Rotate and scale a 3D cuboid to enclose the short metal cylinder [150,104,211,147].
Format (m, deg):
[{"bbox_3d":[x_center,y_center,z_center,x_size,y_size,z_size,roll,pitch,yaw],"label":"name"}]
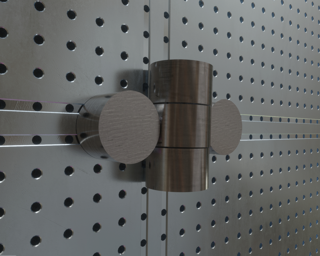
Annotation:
[{"bbox_3d":[0.025,-0.002,0.395,0.081,0.080,0.050,2,89,-40],"label":"short metal cylinder"}]

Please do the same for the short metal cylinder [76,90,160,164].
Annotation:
[{"bbox_3d":[-0.047,-0.001,0.354,0.081,0.050,0.079,0,90,-40],"label":"short metal cylinder"}]

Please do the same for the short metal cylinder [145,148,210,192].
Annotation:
[{"bbox_3d":[0.022,0.049,0.393,0.081,0.080,0.050,2,89,-40],"label":"short metal cylinder"}]

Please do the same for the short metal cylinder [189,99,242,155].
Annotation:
[{"bbox_3d":[0.077,-0.001,0.459,0.081,0.050,0.079,0,90,-40],"label":"short metal cylinder"}]

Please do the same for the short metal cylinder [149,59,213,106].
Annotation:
[{"bbox_3d":[0.027,-0.053,0.397,0.081,0.080,0.050,3,88,-40],"label":"short metal cylinder"}]
